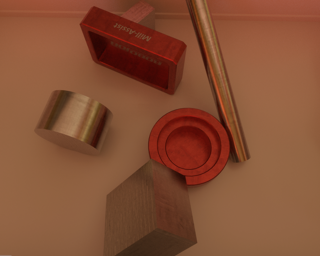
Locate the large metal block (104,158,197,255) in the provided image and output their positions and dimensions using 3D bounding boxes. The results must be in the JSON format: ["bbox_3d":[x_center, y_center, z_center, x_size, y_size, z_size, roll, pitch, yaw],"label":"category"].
[{"bbox_3d":[-0.014,0.093,0.326,0.050,0.080,0.080,32,32,-30],"label":"large metal block"}]

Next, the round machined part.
[{"bbox_3d":[0.035,0.027,0.391,0.099,0.042,0.098,0,70,-1],"label":"round machined part"}]

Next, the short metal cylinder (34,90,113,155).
[{"bbox_3d":[-0.104,-0.005,0.381,0.080,0.080,0.050,15,71,5],"label":"short metal cylinder"}]

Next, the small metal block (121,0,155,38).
[{"bbox_3d":[-0.034,-0.149,0.450,0.025,0.050,0.050,42,75,13],"label":"small metal block"}]

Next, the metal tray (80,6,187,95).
[{"bbox_3d":[-0.033,-0.099,0.410,0.130,0.090,0.030,24,72,8],"label":"metal tray"}]

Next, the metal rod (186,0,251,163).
[{"bbox_3d":[0.060,-0.101,0.378,0.025,0.025,0.298,-18,98,-7],"label":"metal rod"}]
